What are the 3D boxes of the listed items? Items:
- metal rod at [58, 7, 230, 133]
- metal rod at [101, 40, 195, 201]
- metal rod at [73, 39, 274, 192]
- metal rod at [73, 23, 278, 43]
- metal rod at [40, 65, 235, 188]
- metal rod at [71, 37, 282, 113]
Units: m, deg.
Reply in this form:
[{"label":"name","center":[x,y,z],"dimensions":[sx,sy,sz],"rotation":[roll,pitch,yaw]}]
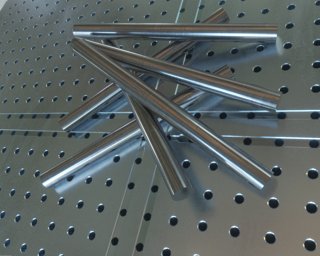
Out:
[{"label":"metal rod","center":[-0.028,-0.086,0.476],"dimensions":[0.300,0.025,0.025],"rotation":[-34,51,6]},{"label":"metal rod","center":[-0.030,-0.036,0.413],"dimensions":[0.025,0.025,0.300],"rotation":[-33,51,7]},{"label":"metal rod","center":[-0.001,-0.028,0.375],"dimensions":[0.300,0.025,0.025],"rotation":[37,83,22]},{"label":"metal rod","center":[0.010,-0.140,0.451],"dimensions":[0.301,0.025,0.025],"rotation":[6,64,17]},{"label":"metal rod","center":[-0.036,0.002,0.426],"dimensions":[0.300,0.025,0.025],"rotation":[-30,52,9]},{"label":"metal rod","center":[0.004,-0.077,0.407],"dimensions":[0.300,0.025,0.025],"rotation":[20,72,23]}]
